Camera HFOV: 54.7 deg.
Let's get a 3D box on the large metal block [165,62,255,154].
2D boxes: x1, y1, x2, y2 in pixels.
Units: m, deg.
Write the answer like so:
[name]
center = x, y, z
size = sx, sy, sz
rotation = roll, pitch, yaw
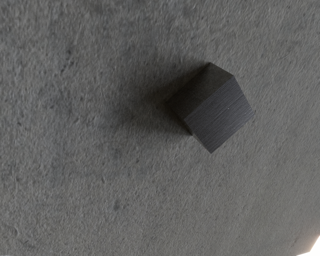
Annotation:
[large metal block]
center = 0.068, -0.026, 0.414
size = 0.080, 0.050, 0.080
rotation = -42, 130, 0
